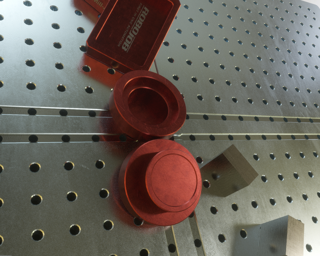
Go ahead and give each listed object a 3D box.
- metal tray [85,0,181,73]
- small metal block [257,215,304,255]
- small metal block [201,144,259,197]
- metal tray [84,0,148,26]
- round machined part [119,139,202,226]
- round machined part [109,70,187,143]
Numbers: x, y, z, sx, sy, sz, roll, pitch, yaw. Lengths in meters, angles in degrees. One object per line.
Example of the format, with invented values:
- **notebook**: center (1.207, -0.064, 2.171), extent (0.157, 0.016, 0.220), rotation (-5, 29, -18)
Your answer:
- **metal tray**: center (-0.037, -0.145, 0.441), extent (0.090, 0.030, 0.130), rotation (27, 76, -12)
- **small metal block**: center (0.150, 0.142, 0.386), extent (0.025, 0.050, 0.050), rotation (30, 52, -9)
- **small metal block**: center (0.091, 0.057, 0.406), extent (0.025, 0.050, 0.050), rotation (-32, 80, -38)
- **metal tray**: center (-0.061, -0.209, 0.499), extent (0.130, 0.030, 0.090), rotation (39, 51, -2)
- **round machined part**: center (0.007, 0.060, 0.349), extent (0.099, 0.042, 0.098), rotation (7, 74, -26)
- **round machined part**: center (-0.019, -0.023, 0.401), extent (0.099, 0.042, 0.098), rotation (14, 56, -21)
